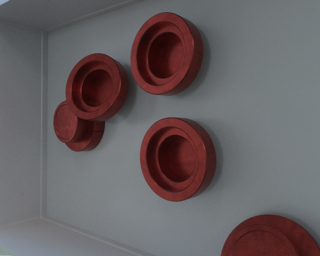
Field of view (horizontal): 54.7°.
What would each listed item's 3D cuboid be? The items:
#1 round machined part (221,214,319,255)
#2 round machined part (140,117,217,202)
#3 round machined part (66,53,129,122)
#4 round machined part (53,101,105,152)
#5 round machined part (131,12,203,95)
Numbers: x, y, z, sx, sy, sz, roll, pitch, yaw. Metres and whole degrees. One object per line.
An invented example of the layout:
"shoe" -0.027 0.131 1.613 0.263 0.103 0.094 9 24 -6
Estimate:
"round machined part" 0.100 0.129 0.287 0.098 0.042 0.098 -22 49 28
"round machined part" 0.026 0.036 0.375 0.098 0.042 0.097 0 90 40
"round machined part" -0.087 -0.057 0.458 0.098 0.042 0.098 -5 79 26
"round machined part" -0.139 -0.010 0.511 0.098 0.042 0.097 0 90 40
"round machined part" 0.012 -0.089 0.386 0.098 0.042 0.097 0 90 40
